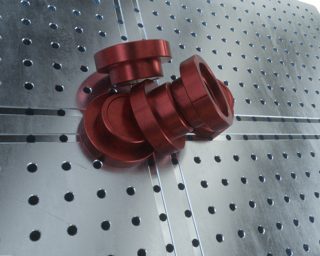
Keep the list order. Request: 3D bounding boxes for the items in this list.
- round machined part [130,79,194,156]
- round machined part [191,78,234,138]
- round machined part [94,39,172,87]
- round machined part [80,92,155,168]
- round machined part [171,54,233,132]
[{"bbox_3d":[0.008,-0.018,0.384,0.098,0.042,0.098,53,21,-30],"label":"round machined part"},{"bbox_3d":[0.070,-0.038,0.460,0.099,0.042,0.098,14,56,-21],"label":"round machined part"},{"bbox_3d":[-0.032,-0.080,0.401,0.099,0.098,0.042,-13,95,-34],"label":"round machined part"},{"bbox_3d":[-0.043,-0.004,0.378,0.099,0.042,0.098,14,56,-21],"label":"round machined part"},{"bbox_3d":[0.050,-0.039,0.388,0.098,0.042,0.098,47,27,-34],"label":"round machined part"}]
